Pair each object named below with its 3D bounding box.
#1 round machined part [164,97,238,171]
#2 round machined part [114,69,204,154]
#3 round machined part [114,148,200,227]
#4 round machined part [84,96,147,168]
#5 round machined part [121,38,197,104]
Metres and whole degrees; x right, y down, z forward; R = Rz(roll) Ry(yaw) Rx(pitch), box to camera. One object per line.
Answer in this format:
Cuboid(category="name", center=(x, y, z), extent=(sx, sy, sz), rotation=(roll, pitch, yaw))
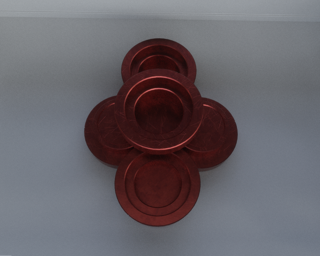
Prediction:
Cuboid(category="round machined part", center=(0.051, 0.004, 0.397), extent=(0.099, 0.042, 0.098), rotation=(0, 70, -1))
Cuboid(category="round machined part", center=(-0.001, -0.016, 0.360), extent=(0.099, 0.042, 0.098), rotation=(0, 70, -1))
Cuboid(category="round machined part", center=(-0.003, 0.069, 0.373), extent=(0.099, 0.042, 0.098), rotation=(0, 70, -1))
Cuboid(category="round machined part", center=(-0.048, 0.001, 0.398), extent=(0.099, 0.042, 0.098), rotation=(0, 70, -1))
Cuboid(category="round machined part", center=(-0.001, -0.070, 0.424), extent=(0.099, 0.042, 0.098), rotation=(0, 70, -1))
